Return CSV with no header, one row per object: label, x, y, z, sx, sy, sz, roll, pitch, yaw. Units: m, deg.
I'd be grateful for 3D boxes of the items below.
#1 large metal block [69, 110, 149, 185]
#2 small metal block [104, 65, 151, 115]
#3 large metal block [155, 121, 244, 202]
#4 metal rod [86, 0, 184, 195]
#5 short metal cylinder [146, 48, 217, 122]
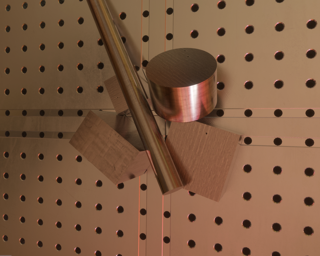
large metal block,-0.054,0.022,0.401,0.080,0.080,0.050,39,102,15
small metal block,-0.042,-0.051,0.427,0.050,0.025,0.050,-25,82,18
large metal block,0.050,0.034,0.381,0.080,0.050,0.080,19,96,18
metal rod,-0.040,-0.060,0.394,0.025,0.025,0.299,-29,69,17
short metal cylinder,0.027,-0.052,0.366,0.080,0.080,0.050,9,137,19
